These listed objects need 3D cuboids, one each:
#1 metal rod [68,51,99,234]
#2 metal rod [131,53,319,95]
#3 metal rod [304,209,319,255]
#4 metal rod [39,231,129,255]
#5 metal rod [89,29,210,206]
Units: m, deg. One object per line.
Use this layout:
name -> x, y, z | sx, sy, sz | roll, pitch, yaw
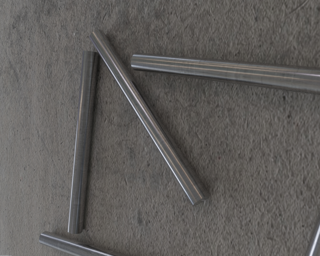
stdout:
metal rod -> -0.127, 0.026, 0.509 | 0.025, 0.025, 0.298 | 11, 97, 39
metal rod -> 0.082, -0.061, 0.337 | 0.300, 0.025, 0.025 | 16, 100, 39
metal rod -> 0.162, 0.002, 0.243 | 0.025, 0.025, 0.298 | 22, 113, 38
metal rod -> -0.101, 0.200, 0.488 | 0.300, 0.025, 0.025 | -4, 88, 40
metal rod -> -0.025, -0.029, 0.425 | 0.025, 0.025, 0.299 | -47, 62, 30
